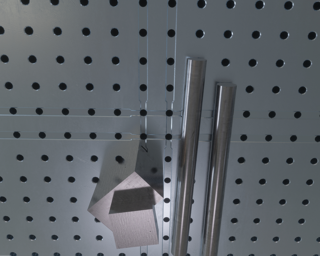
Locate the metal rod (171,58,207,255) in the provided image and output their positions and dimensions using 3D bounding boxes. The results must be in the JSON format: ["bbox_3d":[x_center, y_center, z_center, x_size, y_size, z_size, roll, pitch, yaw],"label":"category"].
[{"bbox_3d":[0.038,0.055,0.433,0.025,0.025,0.298,3,110,-1],"label":"metal rod"}]

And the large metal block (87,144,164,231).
[{"bbox_3d":[-0.042,0.079,0.413,0.080,0.080,0.050,-40,105,13],"label":"large metal block"}]

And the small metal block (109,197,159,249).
[{"bbox_3d":[-0.030,0.113,0.370,0.050,0.025,0.050,-7,110,2],"label":"small metal block"}]

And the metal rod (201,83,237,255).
[{"bbox_3d":[0.081,0.084,0.445,0.025,0.025,0.298,1,110,-1],"label":"metal rod"}]
